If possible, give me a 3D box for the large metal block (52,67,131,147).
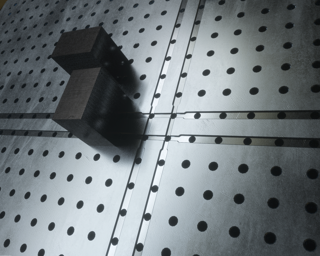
[{"bbox_3d":[-0.093,-0.028,0.440,0.050,0.080,0.080,0,62,28],"label":"large metal block"}]

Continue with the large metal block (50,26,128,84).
[{"bbox_3d":[-0.112,-0.113,0.502,0.080,0.080,0.050,1,62,29],"label":"large metal block"}]
